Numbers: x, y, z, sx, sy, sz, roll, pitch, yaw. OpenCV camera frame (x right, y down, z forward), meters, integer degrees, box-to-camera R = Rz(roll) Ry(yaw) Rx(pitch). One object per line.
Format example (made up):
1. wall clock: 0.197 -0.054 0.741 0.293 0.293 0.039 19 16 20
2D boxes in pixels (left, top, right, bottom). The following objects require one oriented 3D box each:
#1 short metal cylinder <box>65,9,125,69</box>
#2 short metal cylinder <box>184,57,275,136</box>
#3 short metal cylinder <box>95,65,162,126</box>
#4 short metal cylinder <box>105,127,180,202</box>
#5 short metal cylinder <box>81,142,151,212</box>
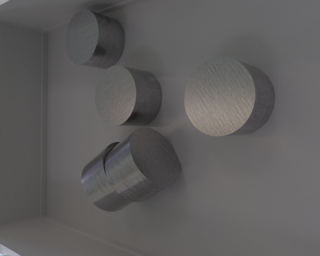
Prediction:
1. short metal cylinder: -0.100 -0.134 0.473 0.080 0.050 0.080 0 90 40
2. short metal cylinder: 0.073 -0.031 0.330 0.080 0.050 0.080 0 90 40
3. short metal cylinder: -0.044 -0.043 0.427 0.080 0.050 0.080 0 90 40
4. short metal cylinder: -0.021 0.046 0.389 0.050 0.081 0.080 -37 67 34
5. short metal cylinder: -0.057 0.066 0.418 0.050 0.081 0.080 -38 67 33
